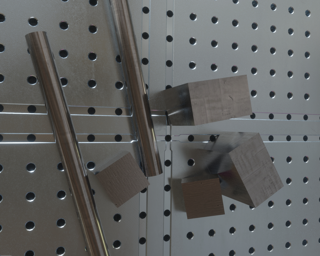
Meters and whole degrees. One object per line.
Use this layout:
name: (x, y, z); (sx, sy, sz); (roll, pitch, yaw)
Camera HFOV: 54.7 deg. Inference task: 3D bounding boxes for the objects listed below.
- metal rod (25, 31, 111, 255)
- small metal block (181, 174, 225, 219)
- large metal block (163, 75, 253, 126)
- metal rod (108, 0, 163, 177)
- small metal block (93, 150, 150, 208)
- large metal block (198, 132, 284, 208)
metal rod: (-0.107, 0.036, 0.373); (0.025, 0.025, 0.298); (-16, 96, -19)
small metal block: (0.059, 0.093, 0.424); (0.050, 0.025, 0.050); (-9, 94, 6)
large metal block: (0.059, -0.034, 0.405); (0.081, 0.080, 0.050); (-11, 94, -20)
metal rod: (-0.037, -0.085, 0.398); (0.025, 0.025, 0.298); (-13, 94, -20)
small metal block: (-0.049, 0.064, 0.394); (0.050, 0.025, 0.050); (-34, 101, -17)
large metal block: (0.107, 0.052, 0.423); (0.050, 0.080, 0.080); (-31, 100, -17)
